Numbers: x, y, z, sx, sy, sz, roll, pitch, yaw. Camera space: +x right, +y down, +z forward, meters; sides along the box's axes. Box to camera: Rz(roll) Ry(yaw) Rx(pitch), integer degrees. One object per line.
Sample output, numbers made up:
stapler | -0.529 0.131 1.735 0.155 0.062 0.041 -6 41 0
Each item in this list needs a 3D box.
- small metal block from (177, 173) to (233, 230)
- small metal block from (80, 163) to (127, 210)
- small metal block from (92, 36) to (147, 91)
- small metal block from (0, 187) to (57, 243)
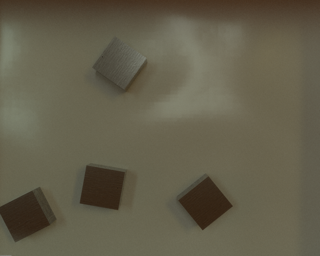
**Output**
small metal block | 0.059 0.097 0.412 0.050 0.025 0.050 -39 90 0
small metal block | -0.074 0.077 0.411 0.050 0.025 0.050 10 90 0
small metal block | -0.052 -0.084 0.411 0.050 0.025 0.050 35 90 0
small metal block | -0.175 0.114 0.410 0.050 0.025 0.050 -27 90 0
